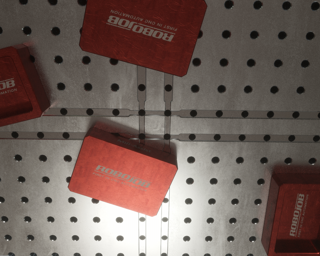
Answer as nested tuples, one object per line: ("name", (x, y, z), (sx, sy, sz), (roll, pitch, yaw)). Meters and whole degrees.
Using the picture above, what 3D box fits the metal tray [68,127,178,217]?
("metal tray", (-0.051, 0.063, 0.433), (0.131, 0.030, 0.089), (20, 109, -8))

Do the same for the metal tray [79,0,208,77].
("metal tray", (-0.021, -0.121, 0.366), (0.131, 0.030, 0.089), (14, 109, -6))

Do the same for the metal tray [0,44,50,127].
("metal tray", (-0.220, -0.045, 0.390), (0.131, 0.030, 0.089), (-13, 110, 4))

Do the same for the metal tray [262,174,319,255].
("metal tray", (0.209, 0.133, 0.462), (0.091, 0.030, 0.129), (1, 110, -1))
